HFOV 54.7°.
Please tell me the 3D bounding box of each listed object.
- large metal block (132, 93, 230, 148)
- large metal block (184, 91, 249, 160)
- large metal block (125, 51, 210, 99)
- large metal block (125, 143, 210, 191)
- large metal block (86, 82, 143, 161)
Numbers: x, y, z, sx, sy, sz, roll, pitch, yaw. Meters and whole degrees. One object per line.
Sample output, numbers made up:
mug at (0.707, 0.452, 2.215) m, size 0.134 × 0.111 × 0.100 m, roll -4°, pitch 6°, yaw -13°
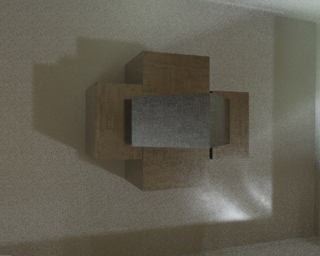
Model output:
large metal block at (0.025, -0.007, 0.329) m, size 0.080 × 0.080 × 0.050 m, roll -1°, pitch 91°, yaw -65°
large metal block at (0.070, -0.004, 0.404) m, size 0.050 × 0.080 × 0.080 m, roll 0°, pitch 90°, yaw -21°
large metal block at (0.006, -0.058, 0.382) m, size 0.081 × 0.080 × 0.050 m, roll 0°, pitch 90°, yaw -20°
large metal block at (0.006, 0.043, 0.382) m, size 0.081 × 0.080 × 0.050 m, roll 0°, pitch 90°, yaw -20°
large metal block at (-0.056, -0.007, 0.360) m, size 0.050 × 0.080 × 0.080 m, roll 0°, pitch 90°, yaw -20°
